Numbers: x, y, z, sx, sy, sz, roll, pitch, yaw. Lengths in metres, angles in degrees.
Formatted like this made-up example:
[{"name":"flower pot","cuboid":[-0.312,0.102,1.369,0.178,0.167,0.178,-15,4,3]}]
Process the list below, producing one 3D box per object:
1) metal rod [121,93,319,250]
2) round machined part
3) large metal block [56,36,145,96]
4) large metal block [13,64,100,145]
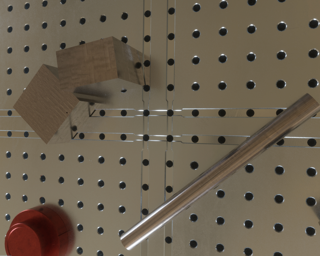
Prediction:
[{"name":"metal rod","cuboid":[0.065,0.064,0.389,0.299,0.025,0.025,-40,77,15]},{"name":"round machined part","cuboid":[-0.194,0.173,0.472,0.098,0.042,0.097,0,90,20]},{"name":"large metal block","cuboid":[-0.076,-0.077,0.410,0.080,0.080,0.050,-9,87,20]},{"name":"large metal block","cuboid":[-0.151,-0.033,0.453,0.080,0.050,0.080,44,104,14]}]
